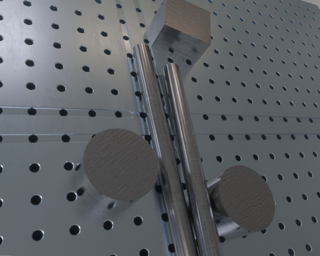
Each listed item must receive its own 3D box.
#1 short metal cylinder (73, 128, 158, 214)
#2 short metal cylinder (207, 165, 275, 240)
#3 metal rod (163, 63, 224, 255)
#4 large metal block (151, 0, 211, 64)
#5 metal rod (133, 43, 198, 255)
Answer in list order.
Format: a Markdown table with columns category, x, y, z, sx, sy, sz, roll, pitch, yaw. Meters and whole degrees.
| category | x | y | z | sx | sy | sz | roll | pitch | yaw |
| --- | --- | --- | --- | --- | --- | --- | --- | --- | --- |
| short metal cylinder | -0.049 | 0.047 | 0.337 | 0.081 | 0.050 | 0.080 | 14 | 56 | -21 |
| short metal cylinder | 0.093 | 0.093 | 0.386 | 0.081 | 0.050 | 0.080 | 14 | 56 | -21 |
| metal rod | 0.038 | 0.036 | 0.393 | 0.025 | 0.025 | 0.299 | 7 | 55 | -25 |
| large metal block | 0.035 | -0.163 | 0.511 | 0.081 | 0.050 | 0.080 | 17 | 55 | -19 |
| metal rod | 0.001 | 0.014 | 0.400 | 0.025 | 0.025 | 0.299 | 2 | 61 | -28 |
